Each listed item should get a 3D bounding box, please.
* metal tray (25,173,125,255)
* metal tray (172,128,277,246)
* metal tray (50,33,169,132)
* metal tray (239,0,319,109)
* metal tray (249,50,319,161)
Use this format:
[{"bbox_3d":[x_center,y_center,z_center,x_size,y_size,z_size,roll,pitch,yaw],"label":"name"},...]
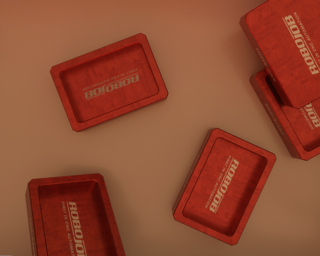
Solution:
[{"bbox_3d":[-0.097,0.117,0.354,0.091,0.030,0.130,0,50,-32],"label":"metal tray"},{"bbox_3d":[0.083,0.075,0.409,0.090,0.030,0.129,25,90,0],"label":"metal tray"},{"bbox_3d":[-0.065,-0.058,0.408,0.131,0.030,0.090,-21,90,0],"label":"metal tray"},{"bbox_3d":[0.168,-0.100,0.372,0.090,0.030,0.130,-31,98,6],"label":"metal tray"},{"bbox_3d":[0.191,-0.034,0.410,0.090,0.030,0.130,-29,90,0],"label":"metal tray"}]
